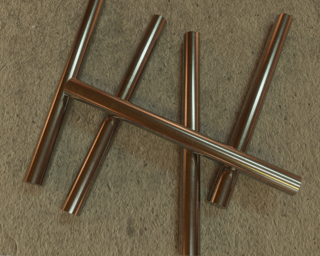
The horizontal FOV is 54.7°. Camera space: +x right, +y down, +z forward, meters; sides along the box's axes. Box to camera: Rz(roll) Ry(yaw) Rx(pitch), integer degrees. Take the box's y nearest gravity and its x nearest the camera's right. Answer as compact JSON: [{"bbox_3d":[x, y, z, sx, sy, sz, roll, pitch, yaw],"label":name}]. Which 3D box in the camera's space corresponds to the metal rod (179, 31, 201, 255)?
[{"bbox_3d":[0.040,0.005,0.406,0.025,0.025,0.299,2,70,1],"label":"metal rod"}]

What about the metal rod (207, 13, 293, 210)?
[{"bbox_3d":[0.128,-0.035,0.421,0.025,0.025,0.300,22,71,8],"label":"metal rod"}]

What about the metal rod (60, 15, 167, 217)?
[{"bbox_3d":[-0.054,-0.030,0.418,0.025,0.025,0.300,20,71,7],"label":"metal rod"}]

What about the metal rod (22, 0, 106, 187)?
[{"bbox_3d":[-0.126,-0.068,0.432,0.025,0.025,0.299,11,70,4],"label":"metal rod"}]

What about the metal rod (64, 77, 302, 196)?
[{"bbox_3d":[0.020,0.007,0.377,0.301,0.025,0.025,24,72,8],"label":"metal rod"}]
